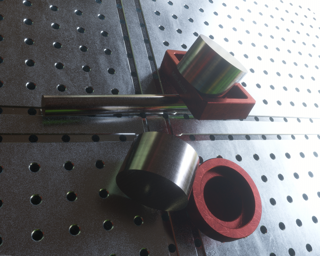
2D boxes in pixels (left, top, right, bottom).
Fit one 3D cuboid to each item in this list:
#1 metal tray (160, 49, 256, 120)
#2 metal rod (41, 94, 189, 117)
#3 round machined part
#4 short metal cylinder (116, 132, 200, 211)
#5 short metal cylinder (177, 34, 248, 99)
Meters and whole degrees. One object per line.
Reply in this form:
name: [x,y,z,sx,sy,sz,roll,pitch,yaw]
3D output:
metal tray: [0.066,-0.065,0.452,0.091,0.030,0.130,-2,43,-28]
metal rod: [-0.002,-0.034,0.427,0.303,0.025,0.025,-4,64,-30]
round machined part: [0.072,0.090,0.381,0.099,0.042,0.098,14,56,-21]
short metal cylinder: [-0.002,0.049,0.342,0.080,0.080,0.050,30,52,-9]
short metal cylinder: [0.070,-0.081,0.417,0.080,0.050,0.080,31,26,-17]
